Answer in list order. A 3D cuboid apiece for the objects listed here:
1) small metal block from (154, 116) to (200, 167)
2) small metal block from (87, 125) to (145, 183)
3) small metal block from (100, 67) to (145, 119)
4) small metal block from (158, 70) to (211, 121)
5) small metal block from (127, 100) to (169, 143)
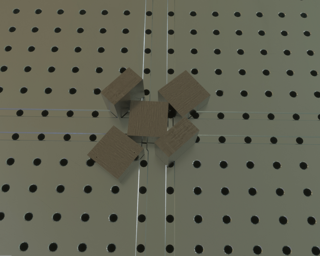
[{"bbox_3d":[0.020,0.018,0.392,0.050,0.050,0.025,-40,75,-13],"label":"small metal block"},{"bbox_3d":[-0.056,0.034,0.399,0.050,0.025,0.050,36,73,12],"label":"small metal block"},{"bbox_3d":[-0.048,-0.045,0.414,0.025,0.050,0.050,42,76,13],"label":"small metal block"},{"bbox_3d":[0.033,-0.043,0.428,0.050,0.025,0.050,-38,75,-12],"label":"small metal block"},{"bbox_3d":[-0.015,-0.008,0.414,0.050,0.025,0.050,3,69,2],"label":"small metal block"}]
